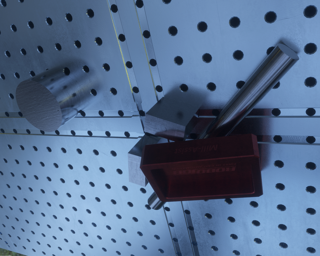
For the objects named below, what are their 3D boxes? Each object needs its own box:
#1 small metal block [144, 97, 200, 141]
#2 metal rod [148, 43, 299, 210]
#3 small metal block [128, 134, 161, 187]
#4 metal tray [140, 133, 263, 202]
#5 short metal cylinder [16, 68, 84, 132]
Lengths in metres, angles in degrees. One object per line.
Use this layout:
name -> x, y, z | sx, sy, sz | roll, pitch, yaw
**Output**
small metal block -> 0.015, -0.011, 0.379 | 0.050, 0.050, 0.025 | 18, 125, 17
metal rod -> 0.058, 0.022, 0.392 | 0.025, 0.025, 0.298 | 37, 129, 3
small metal block -> -0.021, 0.045, 0.432 | 0.025, 0.050, 0.050 | 14, 124, 20
metal tray -> 0.052, 0.052, 0.371 | 0.130, 0.030, 0.090 | -7, 138, 15
short metal cylinder -> -0.159, -0.041, 0.451 | 0.080, 0.050, 0.079 | 13, 124, 20
